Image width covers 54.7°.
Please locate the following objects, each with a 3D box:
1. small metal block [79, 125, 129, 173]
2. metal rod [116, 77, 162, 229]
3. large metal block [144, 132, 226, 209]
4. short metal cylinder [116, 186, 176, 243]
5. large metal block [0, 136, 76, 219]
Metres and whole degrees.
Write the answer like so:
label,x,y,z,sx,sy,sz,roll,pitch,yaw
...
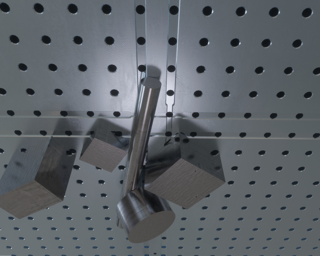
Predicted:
label,x,y,z,sx,sy,sz,roll,pitch,yaw
small metal block,-0.078,0.031,0.437,0.050,0.025,0.050,26,125,-21
metal rod,-0.038,0.058,0.460,0.025,0.025,0.298,8,130,-7
large metal block,0.034,0.065,0.451,0.080,0.050,0.080,30,124,-24
short metal cylinder,-0.023,0.137,0.492,0.081,0.050,0.080,-20,139,-18
large metal block,-0.174,0.069,0.433,0.080,0.080,0.050,-25,126,19
